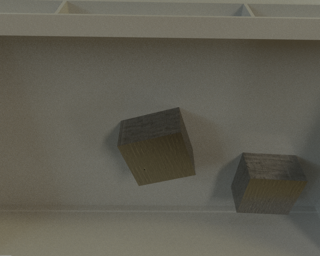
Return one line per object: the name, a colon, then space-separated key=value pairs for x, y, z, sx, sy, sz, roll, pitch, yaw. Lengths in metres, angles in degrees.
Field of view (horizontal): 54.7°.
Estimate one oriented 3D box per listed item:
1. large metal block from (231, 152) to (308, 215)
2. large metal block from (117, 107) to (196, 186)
large metal block: x=0.160 y=0.085 z=0.466 sx=0.081 sy=0.050 sz=0.079 roll=3 pitch=130 yaw=-3
large metal block: x=-0.002 y=0.027 z=0.415 sx=0.080 sy=0.050 sz=0.080 roll=-13 pitch=129 yaw=10
